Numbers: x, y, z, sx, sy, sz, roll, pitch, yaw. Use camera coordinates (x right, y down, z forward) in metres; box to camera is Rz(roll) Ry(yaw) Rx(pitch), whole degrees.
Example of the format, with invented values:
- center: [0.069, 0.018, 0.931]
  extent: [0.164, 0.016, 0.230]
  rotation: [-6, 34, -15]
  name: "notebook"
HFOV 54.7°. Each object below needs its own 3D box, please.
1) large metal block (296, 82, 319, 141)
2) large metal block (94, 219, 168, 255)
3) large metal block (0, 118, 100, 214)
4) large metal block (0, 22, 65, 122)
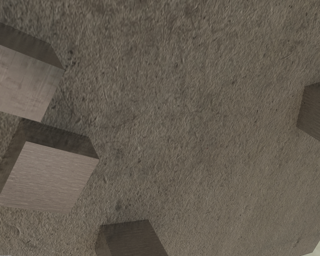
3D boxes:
- center: [0.281, -0.023, 0.510]
  extent: [0.050, 0.080, 0.079]
  rotation: [-17, 125, -19]
  name: "large metal block"
- center: [-0.044, 0.188, 0.463]
  extent: [0.081, 0.080, 0.050]
  rotation: [2, 117, -30]
  name: "large metal block"
- center: [-0.128, 0.045, 0.348]
  extent: [0.080, 0.050, 0.080]
  rotation: [20, 107, -36]
  name: "large metal block"
- center: [-0.136, -0.055, 0.262]
  extent: [0.080, 0.080, 0.050]
  rotation: [19, 108, -36]
  name: "large metal block"
